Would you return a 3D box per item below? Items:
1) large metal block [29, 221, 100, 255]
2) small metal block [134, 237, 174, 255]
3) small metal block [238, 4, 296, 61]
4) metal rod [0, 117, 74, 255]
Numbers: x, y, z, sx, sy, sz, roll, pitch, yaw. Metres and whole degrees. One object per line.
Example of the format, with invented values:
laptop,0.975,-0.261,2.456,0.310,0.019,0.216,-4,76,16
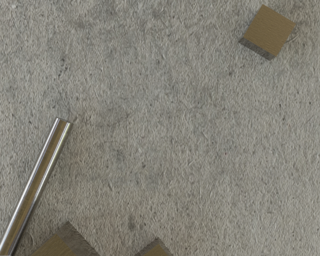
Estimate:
large metal block,-0.128,0.182,0.396,0.080,0.050,0.080,-42,91,0
small metal block,-0.006,0.183,0.410,0.050,0.025,0.050,-38,91,0
small metal block,0.141,-0.126,0.412,0.050,0.025,0.050,31,90,-1
metal rod,-0.186,0.126,0.407,0.025,0.025,0.299,24,90,-1
